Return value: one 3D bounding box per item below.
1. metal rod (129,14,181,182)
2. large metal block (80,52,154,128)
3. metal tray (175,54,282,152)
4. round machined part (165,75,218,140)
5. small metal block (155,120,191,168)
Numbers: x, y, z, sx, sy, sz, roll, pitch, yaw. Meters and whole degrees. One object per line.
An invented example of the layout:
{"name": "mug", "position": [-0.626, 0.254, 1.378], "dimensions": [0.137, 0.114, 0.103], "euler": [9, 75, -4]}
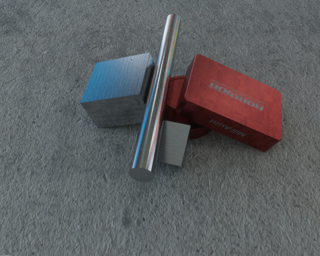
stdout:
{"name": "metal rod", "position": [0.002, -0.064, 0.404], "dimensions": [0.025, 0.025, 0.300], "euler": [6, 48, 5]}
{"name": "large metal block", "position": [-0.049, -0.050, 0.416], "dimensions": [0.080, 0.050, 0.080], "euler": [-6, 48, 18]}
{"name": "metal tray", "position": [0.093, -0.034, 0.401], "dimensions": [0.131, 0.030, 0.090], "euler": [23, 52, -8]}
{"name": "round machined part", "position": [0.033, -0.034, 0.422], "dimensions": [0.099, 0.042, 0.098], "euler": [0, 50, 0]}
{"name": "small metal block", "position": [0.008, 0.019, 0.376], "dimensions": [0.050, 0.025, 0.050], "euler": [12, 76, 10]}
